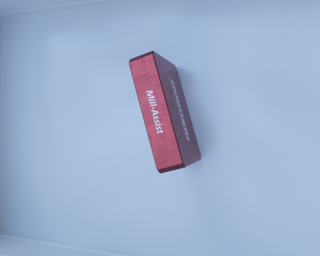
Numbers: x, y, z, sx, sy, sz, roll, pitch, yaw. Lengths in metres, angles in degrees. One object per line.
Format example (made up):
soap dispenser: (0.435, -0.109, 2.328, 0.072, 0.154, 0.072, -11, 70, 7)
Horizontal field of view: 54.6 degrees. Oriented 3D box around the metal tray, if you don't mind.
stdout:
metal tray: (0.009, -0.017, 0.370, 0.030, 0.090, 0.129, -17, 85, 18)
